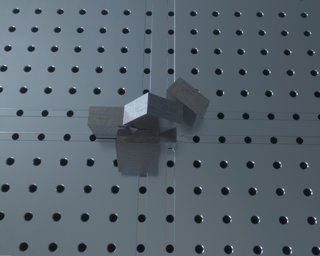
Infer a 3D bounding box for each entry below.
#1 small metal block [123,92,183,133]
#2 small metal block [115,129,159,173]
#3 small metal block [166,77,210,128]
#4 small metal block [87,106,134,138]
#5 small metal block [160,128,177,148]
[{"bbox_3d":[-0.008,-0.015,0.367,0.050,0.050,0.025,16,66,-34],"label":"small metal block"},{"bbox_3d":[-0.027,0.029,0.385,0.050,0.050,0.025,1,38,0],"label":"small metal block"},{"bbox_3d":[0.035,-0.032,0.411,0.050,0.050,0.025,41,75,13],"label":"small metal block"},{"bbox_3d":[-0.062,-0.006,0.400,0.050,0.050,0.025,1,71,1],"label":"small metal block"},{"bbox_3d":[-0.004,-0.001,0.412,0.050,0.025,0.050,2,70,0],"label":"small metal block"}]
